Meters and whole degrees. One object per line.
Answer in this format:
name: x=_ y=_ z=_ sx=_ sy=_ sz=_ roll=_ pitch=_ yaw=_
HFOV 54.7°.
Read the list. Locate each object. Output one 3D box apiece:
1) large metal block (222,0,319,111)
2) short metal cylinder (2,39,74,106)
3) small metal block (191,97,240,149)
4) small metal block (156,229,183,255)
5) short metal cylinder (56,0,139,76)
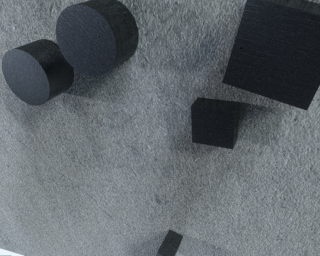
large metal block: x=0.113 y=-0.074 z=0.286 sx=0.080 sy=0.050 sz=0.079 roll=21 pitch=127 yaw=15
short metal cylinder: x=-0.169 y=-0.078 z=0.432 sx=0.080 sy=0.050 sz=0.079 roll=13 pitch=124 yaw=21
small metal block: x=0.066 y=-0.006 z=0.369 sx=0.050 sy=0.025 sz=0.050 roll=9 pitch=123 yaw=23
small metal block: x=0.012 y=0.206 z=0.512 sx=0.025 sy=0.050 sz=0.050 roll=24 pitch=127 yaw=14
short metal cylinder: x=-0.073 y=-0.107 z=0.363 sx=0.080 sy=0.050 sz=0.079 roll=13 pitch=124 yaw=21
